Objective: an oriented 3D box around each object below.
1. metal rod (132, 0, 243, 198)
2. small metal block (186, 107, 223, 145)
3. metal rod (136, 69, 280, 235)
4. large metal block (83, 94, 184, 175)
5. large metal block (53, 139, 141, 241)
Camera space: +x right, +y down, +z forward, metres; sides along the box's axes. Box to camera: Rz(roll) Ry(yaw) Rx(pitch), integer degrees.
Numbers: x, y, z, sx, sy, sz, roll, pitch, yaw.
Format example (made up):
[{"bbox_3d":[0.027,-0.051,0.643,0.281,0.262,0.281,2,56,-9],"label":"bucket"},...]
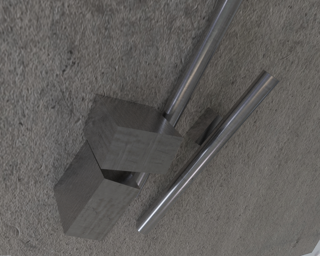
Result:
[{"bbox_3d":[0.024,-0.036,0.397,0.025,0.025,0.298,16,110,-35],"label":"metal rod"},{"bbox_3d":[0.075,0.005,0.451,0.050,0.025,0.050,33,100,-38],"label":"small metal block"},{"bbox_3d":[0.055,0.047,0.437,0.025,0.025,0.299,20,117,-36],"label":"metal rod"},{"bbox_3d":[-0.034,0.007,0.357,0.081,0.080,0.050,11,113,-33],"label":"large metal block"},{"bbox_3d":[-0.079,0.074,0.374,0.050,0.080,0.080,27,103,-38],"label":"large metal block"}]
